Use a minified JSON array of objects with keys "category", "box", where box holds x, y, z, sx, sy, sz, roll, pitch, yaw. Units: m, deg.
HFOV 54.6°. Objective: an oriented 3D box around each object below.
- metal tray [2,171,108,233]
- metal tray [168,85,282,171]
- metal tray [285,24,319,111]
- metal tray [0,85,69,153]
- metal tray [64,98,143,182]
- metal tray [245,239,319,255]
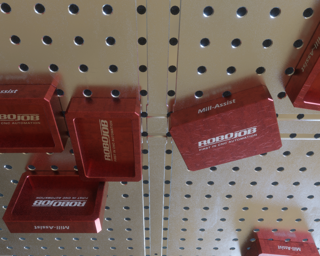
[{"category":"metal tray","box":[-0.148,0.107,0.458,0.131,0.090,0.030,0,130,-1]},{"category":"metal tray","box":[0.087,0.005,0.413,0.130,0.030,0.090,-17,128,13]},{"category":"metal tray","box":[0.211,-0.077,0.344,0.091,0.030,0.129,8,130,-7]},{"category":"metal tray","box":[-0.194,-0.010,0.398,0.131,0.030,0.089,0,130,0]},{"category":"metal tray","box":[-0.071,0.020,0.424,0.090,0.030,0.129,0,130,-1]},{"category":"metal tray","box":[0.248,0.272,0.641,0.131,0.030,0.089,7,130,-7]}]
